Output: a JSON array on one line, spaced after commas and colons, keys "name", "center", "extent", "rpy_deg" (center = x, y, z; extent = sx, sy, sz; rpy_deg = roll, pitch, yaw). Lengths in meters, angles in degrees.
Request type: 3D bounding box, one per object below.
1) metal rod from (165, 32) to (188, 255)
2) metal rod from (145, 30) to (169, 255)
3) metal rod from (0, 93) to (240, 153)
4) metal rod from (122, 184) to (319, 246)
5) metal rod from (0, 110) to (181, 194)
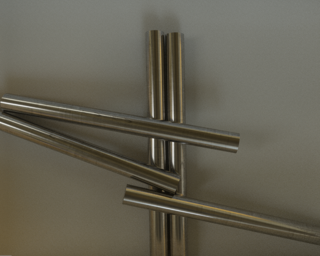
[{"name": "metal rod", "center": [0.022, 0.026, 0.409], "extent": [0.025, 0.025, 0.298], "rpy_deg": [-1, 90, -1]}, {"name": "metal rod", "center": [-0.004, 0.024, 0.408], "extent": [0.025, 0.025, 0.298], "rpy_deg": [-1, 90, -1]}, {"name": "metal rod", "center": [-0.054, -0.008, 0.390], "extent": [0.302, 0.025, 0.025], "rpy_deg": [10, 90, 6]}, {"name": "metal rod", "center": [0.103, 0.116, 0.394], "extent": [0.302, 0.025, 0.025], "rpy_deg": [13, 90, -6]}, {"name": "metal rod", "center": [-0.120, 0.021, 0.396], "extent": [0.301, 0.025, 0.025], "rpy_deg": [19, 90, 5]}]
